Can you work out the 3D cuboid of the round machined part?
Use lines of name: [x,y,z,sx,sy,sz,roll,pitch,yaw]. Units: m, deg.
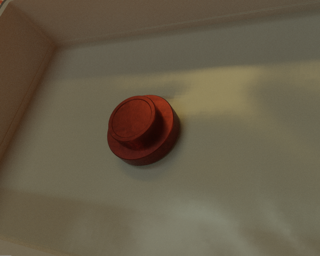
round machined part: [-0.028,-0.004,0.406,0.098,0.042,0.098,-13,56,20]
